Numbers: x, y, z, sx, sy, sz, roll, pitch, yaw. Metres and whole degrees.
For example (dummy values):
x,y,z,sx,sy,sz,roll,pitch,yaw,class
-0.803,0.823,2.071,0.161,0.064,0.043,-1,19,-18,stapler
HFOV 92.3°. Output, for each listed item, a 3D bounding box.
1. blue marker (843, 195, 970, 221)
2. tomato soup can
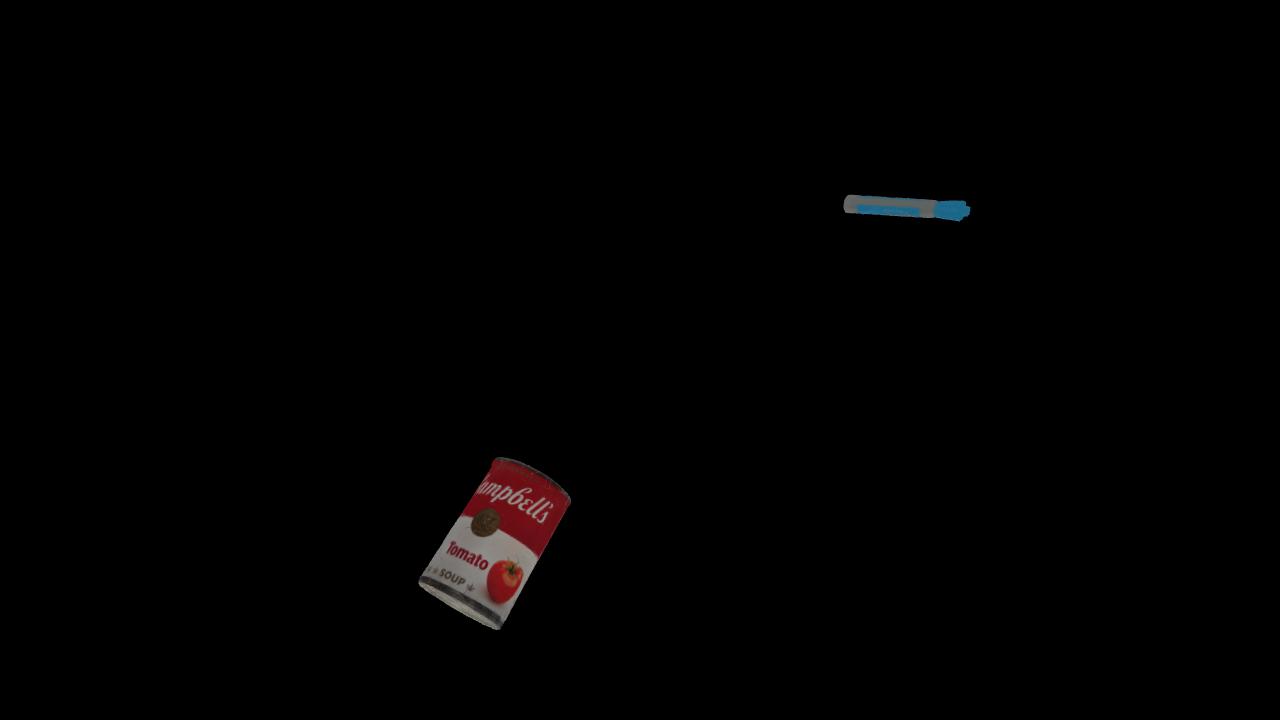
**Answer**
x,y,z,sx,sy,sz,roll,pitch,yaw,class
0.261,-0.151,0.607,0.020,0.020,0.121,0,14,-45,blue marker
-0.104,0.131,0.446,0.068,0.101,0.068,22,-31,14,tomato soup can
